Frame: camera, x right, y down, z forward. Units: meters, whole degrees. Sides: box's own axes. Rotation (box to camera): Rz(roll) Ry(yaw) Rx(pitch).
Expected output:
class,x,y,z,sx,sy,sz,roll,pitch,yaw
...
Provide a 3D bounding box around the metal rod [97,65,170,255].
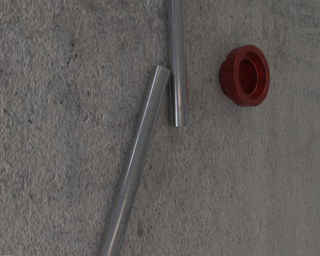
class,x,y,z,sx,sy,sz,roll,pitch,yaw
metal rod,-0.037,0.065,0.373,0.025,0.025,0.299,25,74,-37

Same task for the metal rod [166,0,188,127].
class,x,y,z,sx,sy,sz,roll,pitch,yaw
metal rod,0.021,-0.152,0.421,0.025,0.025,0.298,-4,92,-40

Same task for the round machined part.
class,x,y,z,sx,sy,sz,roll,pitch,yaw
round machined part,0.134,-0.083,0.505,0.099,0.042,0.097,0,90,-40
